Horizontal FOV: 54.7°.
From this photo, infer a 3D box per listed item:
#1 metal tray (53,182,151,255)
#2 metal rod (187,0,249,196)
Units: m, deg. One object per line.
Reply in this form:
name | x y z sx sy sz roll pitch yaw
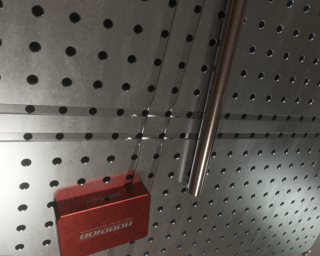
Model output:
metal tray | -0.081 0.135 0.449 0.131 0.030 0.089 -9 123 -24
metal rod | 0.075 -0.026 0.438 0.025 0.025 0.298 -7 122 -25
